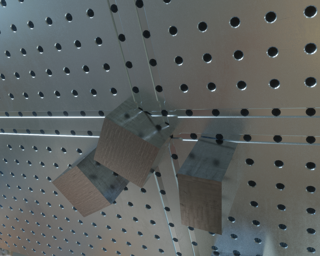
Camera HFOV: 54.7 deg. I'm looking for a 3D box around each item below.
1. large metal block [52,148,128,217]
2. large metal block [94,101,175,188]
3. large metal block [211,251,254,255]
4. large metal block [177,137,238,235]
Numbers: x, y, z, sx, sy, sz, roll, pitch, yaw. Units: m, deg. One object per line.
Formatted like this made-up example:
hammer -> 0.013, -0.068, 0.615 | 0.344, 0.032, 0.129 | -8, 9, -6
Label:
large metal block -> -0.116, 0.091, 0.510 | 0.080, 0.050, 0.080 | -33, 101, 38
large metal block -> -0.037, 0.023, 0.427 | 0.080, 0.050, 0.079 | 30, 128, 9
large metal block -> 0.123, 0.244, 0.481 | 0.080, 0.050, 0.080 | -6, 116, 30
large metal block -> 0.062, 0.069, 0.385 | 0.050, 0.080, 0.079 | 8, 122, 24
